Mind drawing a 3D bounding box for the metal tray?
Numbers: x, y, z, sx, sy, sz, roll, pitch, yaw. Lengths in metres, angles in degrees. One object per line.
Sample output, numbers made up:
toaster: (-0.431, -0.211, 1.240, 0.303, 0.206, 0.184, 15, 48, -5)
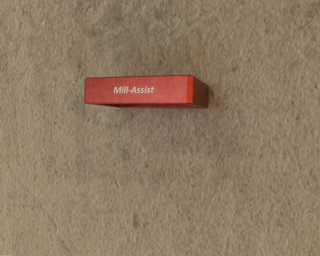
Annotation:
metal tray: (-0.014, -0.042, 0.379, 0.130, 0.090, 0.030, 2, 91, 20)
